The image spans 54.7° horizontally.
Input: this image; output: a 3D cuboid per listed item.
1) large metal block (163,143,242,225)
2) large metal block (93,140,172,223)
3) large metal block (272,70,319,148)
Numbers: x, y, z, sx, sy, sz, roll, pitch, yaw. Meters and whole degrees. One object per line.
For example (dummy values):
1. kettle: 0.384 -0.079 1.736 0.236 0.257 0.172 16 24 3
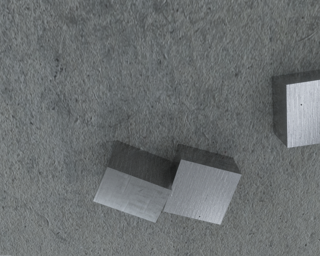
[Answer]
1. large metal block: 0.054 0.076 0.425 0.080 0.050 0.079 15 109 -6
2. large metal block: -0.033 0.067 0.405 0.080 0.080 0.050 22 109 -8
3. large metal block: 0.190 -0.027 0.388 0.080 0.050 0.079 -8 110 3
